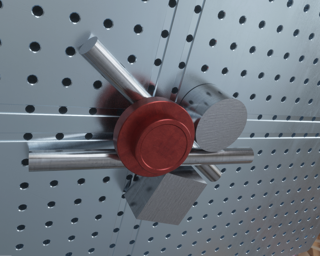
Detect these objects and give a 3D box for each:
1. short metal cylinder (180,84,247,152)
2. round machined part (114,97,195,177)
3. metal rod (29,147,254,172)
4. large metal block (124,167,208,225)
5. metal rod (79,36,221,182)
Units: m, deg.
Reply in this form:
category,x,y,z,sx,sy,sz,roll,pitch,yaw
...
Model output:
category,x,y,z,sx,sy,sz,roll,pitch,yaw
short metal cylinder,0.071,-0.014,0.426,0.081,0.050,0.079,-14,125,-21
round machined part,-0.002,0.015,0.366,0.099,0.042,0.097,-8,113,-20
metal rod,-0.009,0.039,0.408,0.303,0.025,0.025,1,118,-21
large metal block,0.008,0.091,0.454,0.080,0.050,0.080,22,107,-37
metal rod,0.008,-0.004,0.415,0.025,0.025,0.300,-44,130,2
